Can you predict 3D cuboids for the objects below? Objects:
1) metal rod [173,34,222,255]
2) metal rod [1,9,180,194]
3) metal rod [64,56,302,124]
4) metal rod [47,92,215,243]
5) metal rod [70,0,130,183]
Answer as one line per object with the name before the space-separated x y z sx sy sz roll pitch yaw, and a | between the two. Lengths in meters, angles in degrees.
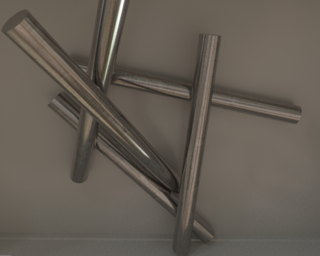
metal rod | 0.043 0.035 0.396 0.025 0.025 0.298 5 110 -2
metal rod | -0.042 0.001 0.338 0.025 0.025 0.300 -29 136 10
metal rod | 0.031 -0.047 0.393 0.302 0.025 0.025 12 110 -5
metal rod | -0.031 0.063 0.434 0.025 0.025 0.300 -42 105 14
metal rod | -0.071 -0.031 0.335 0.025 0.025 0.298 18 134 -7
